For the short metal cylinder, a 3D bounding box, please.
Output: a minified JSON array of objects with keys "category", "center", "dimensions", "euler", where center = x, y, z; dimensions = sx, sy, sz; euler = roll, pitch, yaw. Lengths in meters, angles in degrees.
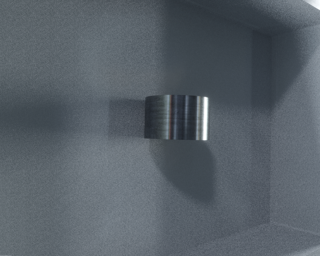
[{"category":"short metal cylinder","center":[0.021,-0.011,0.384],"dimensions":[0.081,0.080,0.050],"euler":[2,89,-40]}]
